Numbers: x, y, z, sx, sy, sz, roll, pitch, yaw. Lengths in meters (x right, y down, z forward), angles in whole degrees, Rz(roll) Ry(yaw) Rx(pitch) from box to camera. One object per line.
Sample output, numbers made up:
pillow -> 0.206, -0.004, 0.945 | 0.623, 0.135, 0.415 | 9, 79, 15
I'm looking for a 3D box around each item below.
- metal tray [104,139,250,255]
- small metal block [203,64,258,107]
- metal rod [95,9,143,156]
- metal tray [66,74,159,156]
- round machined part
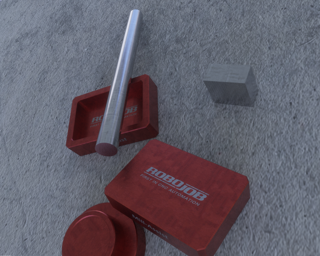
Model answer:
metal tray -> 0.017, 0.069, 0.331 | 0.130, 0.030, 0.090 | 21, 54, 35
small metal block -> 0.086, -0.051, 0.373 | 0.050, 0.050, 0.025 | 9, 67, 32
metal rod -> -0.051, -0.087, 0.445 | 0.025, 0.025, 0.300 | -14, 44, 20
metal tray -> -0.068, -0.018, 0.445 | 0.130, 0.030, 0.090 | -15, 56, 19
round machined part -> -0.069, 0.131, 0.347 | 0.098, 0.042, 0.098 | -13, 56, 20
